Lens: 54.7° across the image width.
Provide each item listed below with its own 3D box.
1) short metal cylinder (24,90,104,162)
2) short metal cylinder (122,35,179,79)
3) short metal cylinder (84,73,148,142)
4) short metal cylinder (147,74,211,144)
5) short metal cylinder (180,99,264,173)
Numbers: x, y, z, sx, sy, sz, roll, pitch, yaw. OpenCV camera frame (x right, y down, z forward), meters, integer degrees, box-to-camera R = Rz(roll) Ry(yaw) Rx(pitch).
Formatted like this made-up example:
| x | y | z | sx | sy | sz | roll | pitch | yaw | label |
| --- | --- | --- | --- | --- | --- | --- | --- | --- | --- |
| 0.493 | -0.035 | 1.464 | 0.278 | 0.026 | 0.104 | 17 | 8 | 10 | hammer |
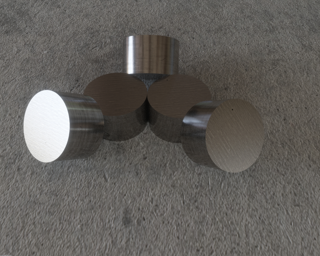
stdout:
| x | y | z | sx | sy | sz | roll | pitch | yaw | label |
| --- | --- | --- | --- | --- | --- | --- | --- | --- | --- |
| -0.112 | -0.002 | 0.362 | 0.080 | 0.080 | 0.050 | 39 | 20 | 28 | short metal cylinder |
| -0.013 | -0.098 | 0.444 | 0.080 | 0.080 | 0.050 | 1 | 93 | 1 | short metal cylinder |
| -0.056 | -0.029 | 0.412 | 0.080 | 0.050 | 0.080 | 0 | 50 | 0 | short metal cylinder |
| 0.024 | -0.026 | 0.410 | 0.080 | 0.050 | 0.080 | 0 | 50 | 0 | short metal cylinder |
| 0.071 | 0.007 | 0.355 | 0.081 | 0.080 | 0.050 | -30 | 15 | -23 | short metal cylinder |
